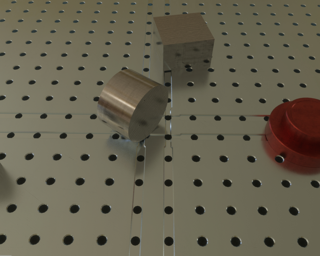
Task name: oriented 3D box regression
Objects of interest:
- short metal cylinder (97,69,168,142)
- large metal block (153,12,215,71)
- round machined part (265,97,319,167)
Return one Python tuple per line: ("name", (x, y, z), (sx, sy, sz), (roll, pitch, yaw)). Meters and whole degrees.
("short metal cylinder", (-0.033, -0.028, 0.395), (0.050, 0.080, 0.080), (30, 56, 22))
("large metal block", (0.036, -0.144, 0.513), (0.081, 0.050, 0.080), (-9, 51, -8))
("round machined part", (0.192, -0.002, 0.401), (0.099, 0.042, 0.098), (0, 50, 0))
